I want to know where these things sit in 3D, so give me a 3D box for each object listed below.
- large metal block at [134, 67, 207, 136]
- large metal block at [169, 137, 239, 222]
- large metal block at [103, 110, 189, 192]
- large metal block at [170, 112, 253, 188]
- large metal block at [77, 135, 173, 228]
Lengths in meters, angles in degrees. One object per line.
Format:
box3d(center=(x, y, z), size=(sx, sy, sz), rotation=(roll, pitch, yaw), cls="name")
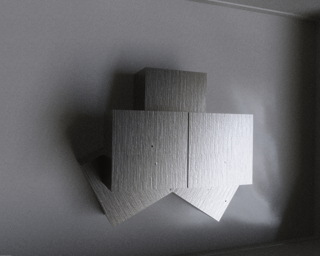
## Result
box3d(center=(0.012, -0.031, 0.400), size=(0.081, 0.050, 0.080), rotation=(2, 90, -20), cls="large metal block")
box3d(center=(0.057, 0.064, 0.415), size=(0.080, 0.050, 0.080), rotation=(36, 79, -16), cls="large metal block")
box3d(center=(-0.017, 0.022, 0.336), size=(0.081, 0.050, 0.080), rotation=(1, 90, -20), cls="large metal block")
box3d(center=(0.059, 0.024, 0.363), size=(0.081, 0.050, 0.080), rotation=(1, 90, -20), cls="large metal block")
box3d(center=(-0.044, 0.059, 0.379), size=(0.081, 0.050, 0.080), rotation=(-28, 99, -18), cls="large metal block")
